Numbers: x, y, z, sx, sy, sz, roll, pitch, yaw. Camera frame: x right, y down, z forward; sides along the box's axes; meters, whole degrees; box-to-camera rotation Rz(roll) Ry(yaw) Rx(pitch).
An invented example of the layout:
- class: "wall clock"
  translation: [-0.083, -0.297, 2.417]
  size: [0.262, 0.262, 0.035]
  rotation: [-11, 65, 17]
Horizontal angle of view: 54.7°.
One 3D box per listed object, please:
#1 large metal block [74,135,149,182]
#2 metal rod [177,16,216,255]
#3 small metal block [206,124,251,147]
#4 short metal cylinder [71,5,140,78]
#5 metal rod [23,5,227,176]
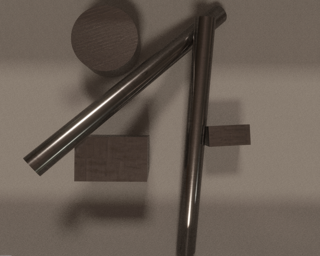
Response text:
- class: "large metal block"
  translation: [-0.055, 0.034, 0.383]
  size: [0.081, 0.080, 0.050]
  rotation: [1, 90, 0]
- class: "metal rod"
  translation: [0.044, 0.016, 0.391]
  size: [0.025, 0.025, 0.298]
  rotation: [4, 98, -1]
- class: "small metal block"
  translation: [0.084, 0.009, 0.400]
  size: [0.050, 0.050, 0.025]
  rotation: [-3, 90, -1]
- class: "short metal cylinder"
  translation: [-0.067, -0.108, 0.398]
  size: [0.081, 0.050, 0.079]
  rotation: [0, 90, -1]
- class: "metal rod"
  translation: [-0.025, -0.056, 0.363]
  size: [0.301, 0.025, 0.025]
  rotation: [-43, 90, -20]
